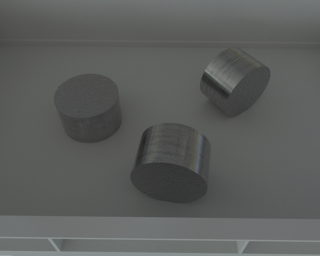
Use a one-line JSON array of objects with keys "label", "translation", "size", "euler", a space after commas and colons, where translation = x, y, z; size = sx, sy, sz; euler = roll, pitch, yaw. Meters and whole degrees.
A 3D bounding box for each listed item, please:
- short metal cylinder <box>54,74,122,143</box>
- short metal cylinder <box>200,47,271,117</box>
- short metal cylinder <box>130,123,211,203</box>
[{"label": "short metal cylinder", "translation": [-0.093, -0.027, 0.410], "size": [0.080, 0.050, 0.080], "euler": [0, 50, 0]}, {"label": "short metal cylinder", "translation": [0.102, -0.062, 0.422], "size": [0.081, 0.080, 0.050], "euler": [-28, 56, -22]}, {"label": "short metal cylinder", "translation": [0.013, 0.039, 0.336], "size": [0.080, 0.080, 0.050], "euler": [8, 51, 6]}]
